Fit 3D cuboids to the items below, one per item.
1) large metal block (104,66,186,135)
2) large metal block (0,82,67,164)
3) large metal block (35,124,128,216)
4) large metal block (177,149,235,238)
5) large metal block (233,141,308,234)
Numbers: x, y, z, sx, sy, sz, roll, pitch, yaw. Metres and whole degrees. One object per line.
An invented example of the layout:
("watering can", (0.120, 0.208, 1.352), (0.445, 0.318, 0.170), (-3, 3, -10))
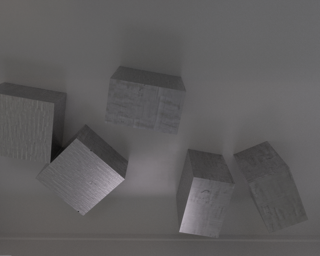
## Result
("large metal block", (-0.016, -0.036, 0.368), (0.081, 0.080, 0.050), (9, 110, -4))
("large metal block", (-0.169, -0.007, 0.394), (0.081, 0.050, 0.079), (10, 110, -4))
("large metal block", (-0.102, 0.056, 0.418), (0.080, 0.050, 0.080), (-42, 105, 14))
("large metal block", (0.056, 0.084, 0.413), (0.050, 0.080, 0.079), (10, 110, -4))
("large metal block", (0.144, 0.075, 0.411), (0.050, 0.080, 0.080), (-24, 109, 8))
